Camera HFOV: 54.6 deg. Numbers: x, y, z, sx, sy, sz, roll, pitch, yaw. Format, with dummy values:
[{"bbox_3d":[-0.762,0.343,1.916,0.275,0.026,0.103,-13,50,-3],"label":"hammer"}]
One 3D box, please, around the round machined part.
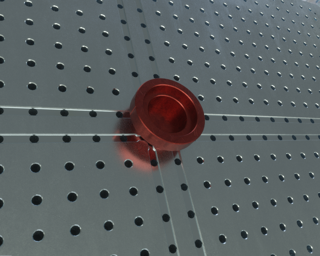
[{"bbox_3d":[0.006,-0.014,0.407,0.099,0.042,0.098,13,56,-21],"label":"round machined part"}]
